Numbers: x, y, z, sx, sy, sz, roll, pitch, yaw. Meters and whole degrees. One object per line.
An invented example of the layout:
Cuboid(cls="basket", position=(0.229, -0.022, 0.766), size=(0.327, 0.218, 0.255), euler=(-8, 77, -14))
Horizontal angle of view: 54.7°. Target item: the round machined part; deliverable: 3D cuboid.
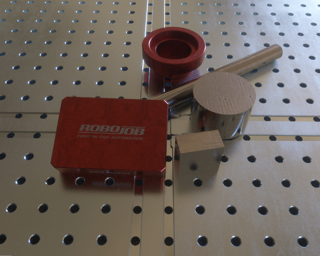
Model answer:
Cuboid(cls="round machined part", position=(0.021, -0.116, 0.495), size=(0.099, 0.042, 0.098), euler=(0, 50, 0))

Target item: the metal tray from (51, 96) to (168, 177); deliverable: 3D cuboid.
Cuboid(cls="metal tray", position=(-0.057, 0.010, 0.377), size=(0.131, 0.030, 0.090), euler=(2, 69, 1))

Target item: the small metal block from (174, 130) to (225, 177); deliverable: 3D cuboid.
Cuboid(cls="small metal block", position=(0.045, 0.031, 0.366), size=(0.050, 0.050, 0.025), euler=(-8, 51, -7))

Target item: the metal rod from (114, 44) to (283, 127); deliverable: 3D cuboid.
Cuboid(cls="metal rod", position=(0.068, -0.067, 0.464), size=(0.302, 0.025, 0.025), euler=(-26, 55, -21))

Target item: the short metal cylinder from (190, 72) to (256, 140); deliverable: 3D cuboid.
Cuboid(cls="short metal cylinder", position=(0.083, -0.031, 0.418), size=(0.081, 0.050, 0.080), euler=(0, 50, 0))
